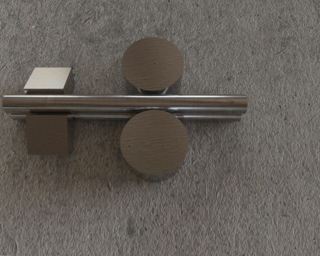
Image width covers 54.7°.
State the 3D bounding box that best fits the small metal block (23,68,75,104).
[{"bbox_3d":[-0.148,-0.058,0.419,0.050,0.025,0.050,0,43,0],"label":"small metal block"}]

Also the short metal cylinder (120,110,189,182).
[{"bbox_3d":[-0.006,0.024,0.387,0.081,0.050,0.080,0,70,0],"label":"short metal cylinder"}]

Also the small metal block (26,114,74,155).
[{"bbox_3d":[-0.139,0.007,0.395,0.050,0.025,0.050,1,97,-1],"label":"small metal block"}]

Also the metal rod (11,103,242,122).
[{"bbox_3d":[-0.044,-0.022,0.417,0.302,0.025,0.025,0,70,0],"label":"metal rod"}]

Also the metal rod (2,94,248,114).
[{"bbox_3d":[-0.043,-0.031,0.394,0.302,0.025,0.025,0,70,0],"label":"metal rod"}]

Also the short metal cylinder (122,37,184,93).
[{"bbox_3d":[-0.009,-0.076,0.423,0.081,0.050,0.080,0,70,0],"label":"short metal cylinder"}]
